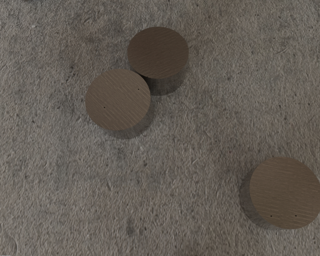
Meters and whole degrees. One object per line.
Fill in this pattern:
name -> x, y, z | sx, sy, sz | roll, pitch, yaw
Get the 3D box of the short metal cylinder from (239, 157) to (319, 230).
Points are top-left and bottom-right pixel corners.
short metal cylinder -> 0.140, 0.079, 0.367 | 0.081, 0.050, 0.080 | 0, 70, 0

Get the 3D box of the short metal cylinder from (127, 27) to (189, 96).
short metal cylinder -> -0.003, -0.091, 0.428 | 0.081, 0.050, 0.080 | 0, 70, 0

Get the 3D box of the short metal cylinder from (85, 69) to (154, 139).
short metal cylinder -> -0.050, -0.029, 0.401 | 0.080, 0.050, 0.080 | -1, 75, 4

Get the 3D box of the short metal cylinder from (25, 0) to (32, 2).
short metal cylinder -> -0.199, -0.238, 0.465 | 0.050, 0.080, 0.080 | -28, 73, -10
